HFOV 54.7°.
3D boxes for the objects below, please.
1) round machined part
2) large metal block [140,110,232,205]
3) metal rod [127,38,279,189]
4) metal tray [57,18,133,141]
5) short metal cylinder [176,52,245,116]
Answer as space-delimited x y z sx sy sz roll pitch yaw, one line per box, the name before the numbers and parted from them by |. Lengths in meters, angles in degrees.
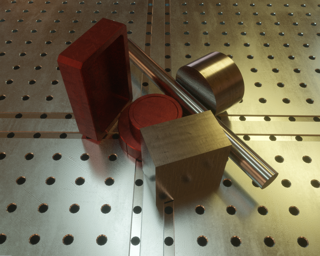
round machined part | -0.006 -0.007 0.402 0.099 0.042 0.098 0 50 0
large metal block | 0.025 0.034 0.344 0.081 0.080 0.050 -15 52 -13
metal rod | 0.032 -0.037 0.411 0.025 0.025 0.300 -28 56 -22
metal tray | -0.073 -0.056 0.386 0.030 0.129 0.090 22 53 17
short metal cylinder | 0.066 -0.056 0.418 0.050 0.080 0.080 -30 57 -23
